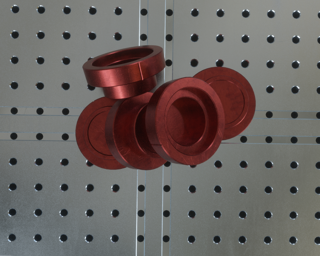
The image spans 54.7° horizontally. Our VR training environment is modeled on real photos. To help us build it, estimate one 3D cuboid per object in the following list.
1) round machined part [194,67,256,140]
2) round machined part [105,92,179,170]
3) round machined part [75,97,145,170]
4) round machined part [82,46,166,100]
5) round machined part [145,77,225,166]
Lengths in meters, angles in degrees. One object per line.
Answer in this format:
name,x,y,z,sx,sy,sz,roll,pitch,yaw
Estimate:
round machined part,0.077,-0.032,0.406,0.099,0.042,0.097,0,90,-1
round machined part,-0.014,0.003,0.381,0.099,0.042,0.097,3,85,-37
round machined part,-0.061,0.006,0.404,0.099,0.042,0.097,0,90,-1
round machined part,-0.041,-0.068,0.381,0.099,0.098,0.042,-12,116,-1
round machined part,0.025,-0.007,0.357,0.099,0.042,0.097,1,88,-33
